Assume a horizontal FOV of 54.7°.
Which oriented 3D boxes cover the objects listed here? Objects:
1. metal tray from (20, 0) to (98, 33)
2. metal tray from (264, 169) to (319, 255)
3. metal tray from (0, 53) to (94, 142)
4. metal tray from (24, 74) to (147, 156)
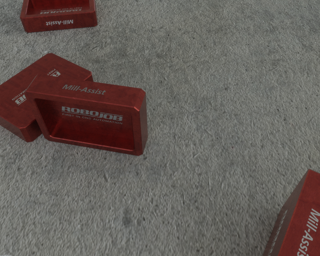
[{"bbox_3d":[-0.188,-0.224,0.586,0.131,0.030,0.090,-8,50,-7],"label":"metal tray"},{"bbox_3d":[0.113,0.110,0.269,0.030,0.090,0.130,25,54,20],"label":"metal tray"},{"bbox_3d":[-0.169,-0.049,0.439,0.090,0.030,0.131,27,55,21],"label":"metal tray"},{"bbox_3d":[-0.083,-0.013,0.371,0.131,0.090,0.030,9,51,7],"label":"metal tray"}]
